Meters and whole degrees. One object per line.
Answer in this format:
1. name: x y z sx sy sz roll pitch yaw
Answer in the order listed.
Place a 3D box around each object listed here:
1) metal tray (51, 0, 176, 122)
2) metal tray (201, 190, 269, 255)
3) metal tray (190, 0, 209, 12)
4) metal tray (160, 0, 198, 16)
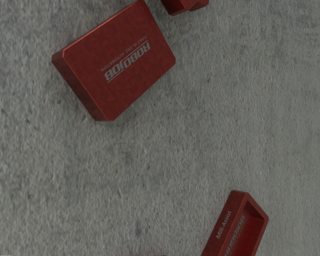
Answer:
1. metal tray: -0.047 -0.080 0.364 0.131 0.030 0.090 -47 118 -30
2. metal tray: 0.127 0.181 0.511 0.090 0.030 0.130 48 62 -30
3. metal tray: 0.016 -0.226 0.416 0.131 0.030 0.089 11 83 -40
4. metal tray: 0.013 -0.217 0.373 0.090 0.030 0.130 -52 121 -27
